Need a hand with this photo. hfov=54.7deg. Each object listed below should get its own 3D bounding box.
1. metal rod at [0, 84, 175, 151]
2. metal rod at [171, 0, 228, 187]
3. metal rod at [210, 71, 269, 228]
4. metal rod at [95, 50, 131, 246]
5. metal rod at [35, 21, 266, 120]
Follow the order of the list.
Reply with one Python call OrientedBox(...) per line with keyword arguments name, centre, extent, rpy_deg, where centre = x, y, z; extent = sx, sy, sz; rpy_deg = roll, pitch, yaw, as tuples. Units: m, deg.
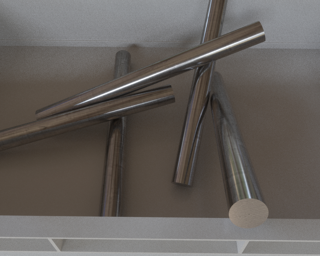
OrientedBox(name="metal rod", centre=(-0.129, -0.003, 0.384), extent=(0.302, 0.025, 0.025), rpy_deg=(-16, 52, -5))
OrientedBox(name="metal rod", centre=(0.057, -0.075, 0.397), extent=(0.025, 0.025, 0.299), rpy_deg=(10, 73, 8))
OrientedBox(name="metal rod", centre=(0.070, -0.009, 0.335), extent=(0.025, 0.025, 0.301), rpy_deg=(4, 26, 3))
OrientedBox(name="metal rod", centre=(-0.055, -0.001, 0.405), extent=(0.025, 0.025, 0.300), rpy_deg=(-1, 50, -1))
OrientedBox(name="metal rod", centre=(-0.020, -0.063, 0.389), extent=(0.301, 0.025, 0.025), rpy_deg=(-20, 50, 11))
